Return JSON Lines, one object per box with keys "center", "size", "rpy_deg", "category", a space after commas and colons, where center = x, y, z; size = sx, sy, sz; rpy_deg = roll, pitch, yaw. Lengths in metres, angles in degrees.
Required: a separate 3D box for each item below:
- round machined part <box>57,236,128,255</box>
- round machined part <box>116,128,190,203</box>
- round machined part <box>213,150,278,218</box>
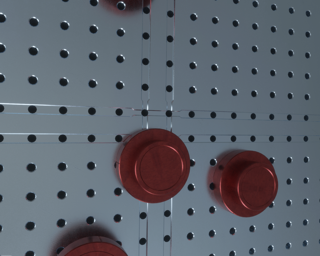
{"center": [-0.083, 0.179, 0.373], "size": [0.099, 0.042, 0.097], "rpy_deg": [0, 90, -20], "category": "round machined part"}
{"center": [-0.005, 0.049, 0.402], "size": [0.099, 0.042, 0.097], "rpy_deg": [0, 90, -20], "category": "round machined part"}
{"center": [0.131, 0.082, 0.452], "size": [0.099, 0.042, 0.097], "rpy_deg": [0, 90, -20], "category": "round machined part"}
